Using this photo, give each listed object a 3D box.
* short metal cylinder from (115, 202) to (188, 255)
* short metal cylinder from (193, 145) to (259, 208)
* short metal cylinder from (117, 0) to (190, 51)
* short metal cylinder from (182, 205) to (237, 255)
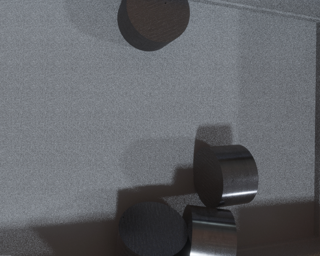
[{"bbox_3d":[-0.011,0.135,0.370,0.081,0.080,0.050,-2,124,-20],"label":"short metal cylinder"},{"bbox_3d":[0.085,0.063,0.413,0.050,0.080,0.079,-3,91,-20],"label":"short metal cylinder"},{"bbox_3d":[-0.009,-0.143,0.393,0.081,0.050,0.080,0,90,-20],"label":"short metal cylinder"},{"bbox_3d":[0.055,0.136,0.373,0.050,0.080,0.080,9,87,-4],"label":"short metal cylinder"}]
